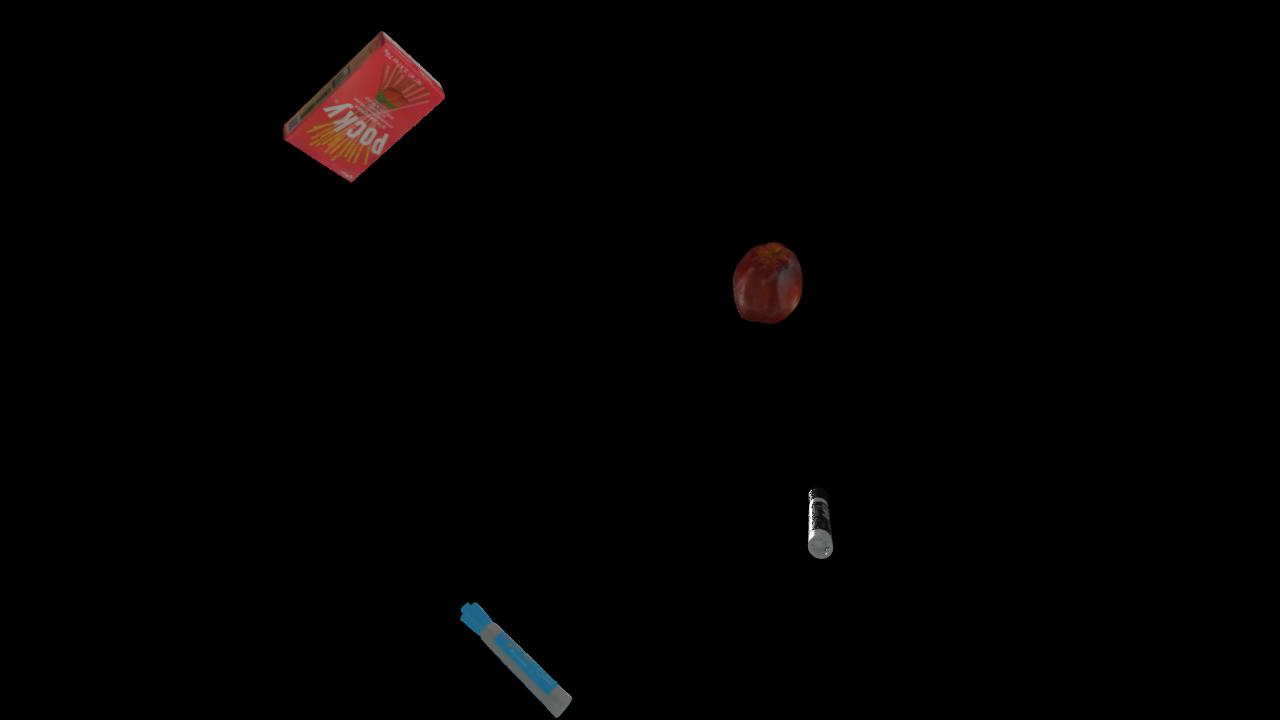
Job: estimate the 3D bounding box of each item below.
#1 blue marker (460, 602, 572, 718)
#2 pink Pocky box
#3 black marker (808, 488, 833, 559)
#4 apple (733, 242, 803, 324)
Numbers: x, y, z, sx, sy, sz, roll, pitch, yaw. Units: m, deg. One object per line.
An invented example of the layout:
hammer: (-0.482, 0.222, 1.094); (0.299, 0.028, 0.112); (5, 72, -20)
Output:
blue marker: (-0.107, 0.247, 0.515); (0.121, 0.020, 0.020); (35, 14, 20)
pink Pocky box: (-0.295, -0.266, 0.660); (0.155, 0.029, 0.084); (-34, -32, 15)
black marker: (0.154, 0.136, 0.528); (0.020, 0.020, 0.121); (0, 7, 15)
apple: (0.139, -0.084, 0.672); (0.079, 0.079, 0.093); (0, -39, 5)
